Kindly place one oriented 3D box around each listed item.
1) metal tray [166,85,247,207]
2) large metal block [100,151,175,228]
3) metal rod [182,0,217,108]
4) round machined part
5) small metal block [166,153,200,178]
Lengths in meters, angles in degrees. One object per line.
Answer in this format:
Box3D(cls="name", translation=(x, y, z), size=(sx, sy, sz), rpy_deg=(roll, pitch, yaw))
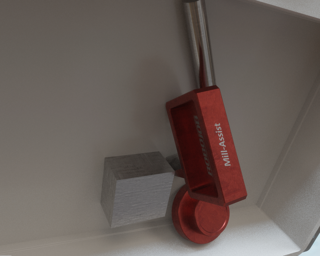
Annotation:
Box3D(cls="metal tray", translation=(0.051, 0.022, 0.372), size=(0.030, 0.090, 0.129), rpy_deg=(-14, 90, -21))
Box3D(cls="large metal block", translation=(-0.033, 0.083, 0.427), size=(0.081, 0.050, 0.079), rpy_deg=(-4, 121, -27))
Box3D(cls="metal rod", translation=(0.070, -0.028, 0.431), size=(0.025, 0.025, 0.298), rpy_deg=(-26, 128, -13))
Box3D(cls="round machined part", translation=(0.071, 0.134, 0.491), size=(0.099, 0.042, 0.097), rpy_deg=(4, 81, -30))
Box3D(cls="small metal block", translation=(0.045, 0.054, 0.451), size=(0.050, 0.025, 0.050), rpy_deg=(21, 148, -37))
